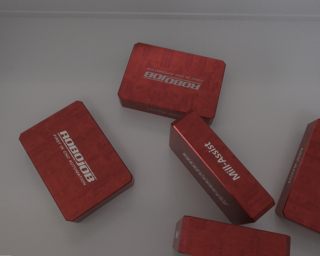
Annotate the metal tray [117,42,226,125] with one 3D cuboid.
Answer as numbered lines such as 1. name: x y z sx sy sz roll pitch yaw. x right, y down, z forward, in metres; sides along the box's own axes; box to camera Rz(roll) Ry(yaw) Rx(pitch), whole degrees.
1. metal tray: 0.017 -0.061 0.429 0.131 0.030 0.090 14 70 5

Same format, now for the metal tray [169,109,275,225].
1. metal tray: 0.063 0.049 0.357 0.030 0.090 0.130 -36 74 -12

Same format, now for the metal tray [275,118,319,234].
1. metal tray: 0.208 0.063 0.374 0.090 0.030 0.130 24 81 8

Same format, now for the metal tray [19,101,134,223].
1. metal tray: -0.104 0.040 0.391 0.090 0.030 0.130 -33 74 -12

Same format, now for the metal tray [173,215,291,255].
1. metal tray: 0.062 0.116 0.312 0.090 0.130 0.030 10 71 4
